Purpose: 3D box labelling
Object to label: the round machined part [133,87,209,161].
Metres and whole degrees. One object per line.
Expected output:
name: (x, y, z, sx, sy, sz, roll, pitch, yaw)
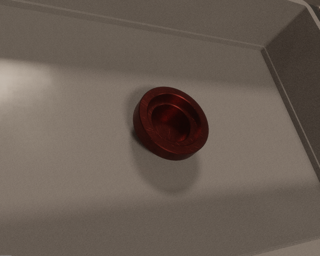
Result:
round machined part: (0.011, -0.002, 0.403, 0.099, 0.042, 0.098, 14, 56, -21)
